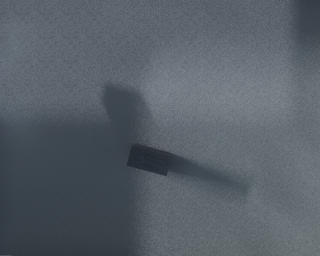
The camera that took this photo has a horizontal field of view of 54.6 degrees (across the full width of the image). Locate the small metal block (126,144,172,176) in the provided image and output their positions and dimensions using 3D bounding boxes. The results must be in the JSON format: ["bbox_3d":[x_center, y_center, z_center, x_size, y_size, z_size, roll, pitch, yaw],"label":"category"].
[{"bbox_3d":[-0.013,0.040,0.399,0.050,0.050,0.025,15,90,0],"label":"small metal block"}]
